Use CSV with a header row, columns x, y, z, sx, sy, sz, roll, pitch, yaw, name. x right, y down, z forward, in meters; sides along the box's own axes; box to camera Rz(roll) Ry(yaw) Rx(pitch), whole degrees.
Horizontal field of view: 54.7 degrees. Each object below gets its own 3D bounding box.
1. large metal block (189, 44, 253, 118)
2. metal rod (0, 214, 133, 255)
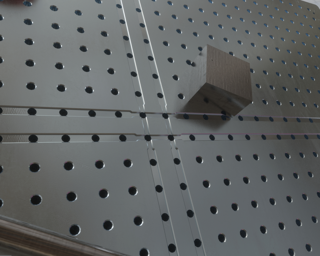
x,y,z,sx,sy,sz,roll,pitch,yaw,name
0.095,-0.073,0.488,0.081,0.050,0.080,19,54,-17,large metal block
-0.050,0.131,0.301,0.302,0.025,0.025,23,53,-14,metal rod
